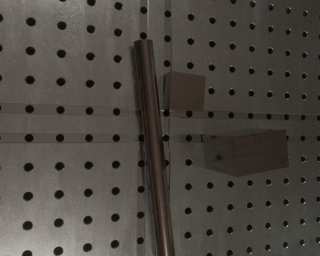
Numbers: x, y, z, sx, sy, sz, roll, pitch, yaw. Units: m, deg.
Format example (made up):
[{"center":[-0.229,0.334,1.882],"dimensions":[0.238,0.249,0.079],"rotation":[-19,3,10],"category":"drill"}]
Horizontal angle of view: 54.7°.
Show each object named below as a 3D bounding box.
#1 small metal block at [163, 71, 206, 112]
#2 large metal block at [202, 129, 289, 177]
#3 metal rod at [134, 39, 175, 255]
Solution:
[{"center":[0.033,-0.048,0.426],"dimensions":[0.050,0.025,0.050],"rotation":[4,89,-20],"category":"small metal block"},{"center":[0.115,0.030,0.428],"dimensions":[0.081,0.080,0.050],"rotation":[-7,93,-20],"category":"large metal block"},{"center":[-0.006,0.035,0.411],"dimensions":[0.025,0.025,0.298],"rotation":[-7,93,-20],"category":"metal rod"}]
